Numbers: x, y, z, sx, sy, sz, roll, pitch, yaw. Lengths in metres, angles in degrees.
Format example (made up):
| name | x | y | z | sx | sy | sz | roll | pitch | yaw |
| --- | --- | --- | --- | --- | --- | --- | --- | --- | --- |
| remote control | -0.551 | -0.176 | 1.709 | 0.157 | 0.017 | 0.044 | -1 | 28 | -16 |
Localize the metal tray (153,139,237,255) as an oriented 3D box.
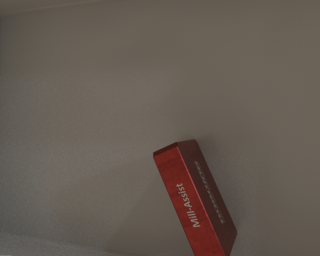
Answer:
| name | x | y | z | sx | sy | sz | roll | pitch | yaw |
| --- | --- | --- | --- | --- | --- | --- | --- | --- | --- |
| metal tray | 0.044 | 0.079 | 0.360 | 0.030 | 0.090 | 0.130 | -26 | 82 | 18 |
